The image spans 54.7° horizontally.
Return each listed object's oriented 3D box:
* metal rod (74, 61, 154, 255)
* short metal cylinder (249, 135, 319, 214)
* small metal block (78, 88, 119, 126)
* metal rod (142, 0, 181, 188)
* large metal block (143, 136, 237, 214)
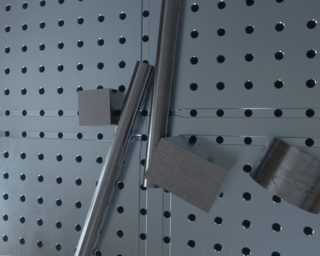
[{"bbox_3d":[-0.067,0.054,0.434,0.025,0.025,0.298,21,97,18],"label":"metal rod"},{"bbox_3d":[0.145,0.048,0.332,0.080,0.080,0.050,29,100,17],"label":"short metal cylinder"},{"bbox_3d":[-0.088,-0.029,0.442,0.050,0.025,0.050,-2,89,19],"label":"small metal block"},{"bbox_3d":[0.005,-0.070,0.410,0.025,0.025,0.298,7,92,19],"label":"metal rod"},{"bbox_3d":[0.039,0.050,0.369,0.080,0.080,0.050,26,99,18],"label":"large metal block"}]
